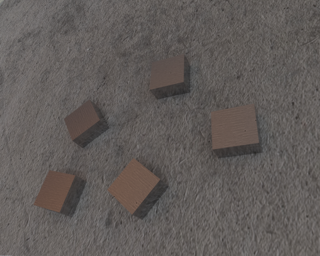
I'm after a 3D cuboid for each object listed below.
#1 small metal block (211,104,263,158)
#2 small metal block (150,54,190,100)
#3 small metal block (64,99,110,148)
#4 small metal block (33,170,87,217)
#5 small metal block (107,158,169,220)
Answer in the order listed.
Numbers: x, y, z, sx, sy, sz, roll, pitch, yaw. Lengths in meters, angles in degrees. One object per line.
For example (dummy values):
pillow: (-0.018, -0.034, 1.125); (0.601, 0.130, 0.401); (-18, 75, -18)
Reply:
small metal block: (0.087, 0.004, 0.356); (0.050, 0.025, 0.050); (-10, 57, 22)
small metal block: (0.015, -0.073, 0.440); (0.050, 0.025, 0.050); (-10, 57, 22)
small metal block: (-0.111, -0.007, 0.466); (0.050, 0.025, 0.050); (-37, 51, 3)
small metal block: (-0.135, 0.088, 0.421); (0.050, 0.025, 0.050); (5, 64, 30)
small metal block: (-0.027, 0.073, 0.373); (0.050, 0.025, 0.050); (33, 80, 38)
